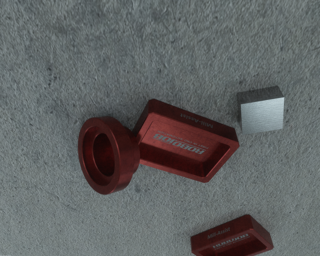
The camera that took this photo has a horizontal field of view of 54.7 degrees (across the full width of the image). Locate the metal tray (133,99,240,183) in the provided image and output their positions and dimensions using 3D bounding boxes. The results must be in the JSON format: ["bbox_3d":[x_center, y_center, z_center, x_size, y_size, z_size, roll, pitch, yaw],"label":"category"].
[{"bbox_3d":[0.029,0.022,0.422,0.131,0.030,0.089,19,128,-16],"label":"metal tray"}]

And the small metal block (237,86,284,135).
[{"bbox_3d":[0.126,-0.022,0.390,0.050,0.025,0.050,-9,130,7],"label":"small metal block"}]

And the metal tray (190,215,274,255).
[{"bbox_3d":[0.136,0.220,0.592,0.130,0.030,0.090,-31,124,23],"label":"metal tray"}]

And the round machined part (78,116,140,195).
[{"bbox_3d":[-0.063,0.033,0.399,0.042,0.098,0.097,-9,142,-42],"label":"round machined part"}]
